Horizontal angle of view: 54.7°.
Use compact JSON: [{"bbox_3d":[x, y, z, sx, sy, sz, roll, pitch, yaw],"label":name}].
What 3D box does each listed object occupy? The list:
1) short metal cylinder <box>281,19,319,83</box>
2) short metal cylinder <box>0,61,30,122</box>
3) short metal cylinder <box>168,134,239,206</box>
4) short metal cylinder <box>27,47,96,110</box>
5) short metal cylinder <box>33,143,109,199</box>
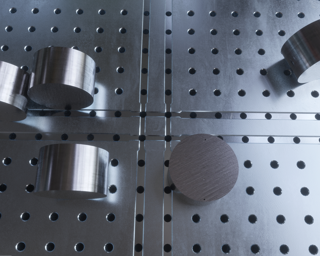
[{"bbox_3d":[0.216,-0.105,0.424,0.081,0.080,0.050,-19,72,-7],"label":"short metal cylinder"},{"bbox_3d":[-0.209,-0.046,0.397,0.081,0.080,0.050,3,70,1],"label":"short metal cylinder"},{"bbox_3d":[0.050,0.053,0.380,0.081,0.050,0.080,0,70,-1],"label":"short metal cylinder"},{"bbox_3d":[-0.126,-0.062,0.404,0.081,0.080,0.050,0,70,-1],"label":"short metal cylinder"},{"bbox_3d":[-0.101,0.053,0.362,0.081,0.080,0.050,0,70,0],"label":"short metal cylinder"}]
